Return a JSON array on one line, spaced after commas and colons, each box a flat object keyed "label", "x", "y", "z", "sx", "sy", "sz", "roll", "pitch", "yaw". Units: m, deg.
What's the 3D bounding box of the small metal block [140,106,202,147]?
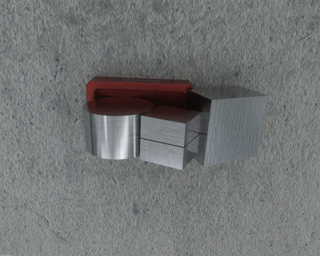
[{"label": "small metal block", "x": 0.013, "y": -0.004, "z": 0.341, "sx": 0.050, "sy": 0.050, "sz": 0.025, "roll": 11, "pitch": 111, "yaw": 23}]

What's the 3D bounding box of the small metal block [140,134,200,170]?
[{"label": "small metal block", "x": 0.012, "y": 0.021, "z": 0.349, "sx": 0.050, "sy": 0.050, "sz": 0.025, "roll": 11, "pitch": 111, "yaw": 23}]

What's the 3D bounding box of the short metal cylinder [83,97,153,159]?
[{"label": "short metal cylinder", "x": -0.048, "y": -0.003, "z": 0.366, "sx": 0.081, "sy": 0.080, "sz": 0.050, "roll": 1, "pitch": 110, "yaw": -1}]

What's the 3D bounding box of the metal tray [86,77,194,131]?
[{"label": "metal tray", "x": -0.025, "y": -0.017, "z": 0.401, "sx": 0.131, "sy": 0.030, "sz": 0.089, "roll": 2, "pitch": 110, "yaw": -1}]

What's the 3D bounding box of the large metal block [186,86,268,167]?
[{"label": "large metal block", "x": 0.078, "y": -0.005, "z": 0.381, "sx": 0.081, "sy": 0.050, "sz": 0.079, "roll": -7, "pitch": 113, "yaw": -26}]
